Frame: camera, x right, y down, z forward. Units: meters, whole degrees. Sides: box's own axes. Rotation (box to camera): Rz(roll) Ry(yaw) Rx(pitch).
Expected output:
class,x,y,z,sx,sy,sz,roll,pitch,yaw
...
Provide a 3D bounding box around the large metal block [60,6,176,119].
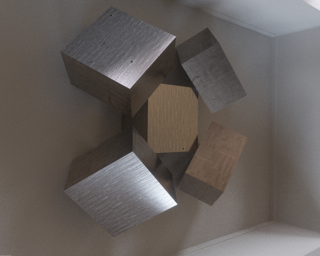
class,x,y,z,sx,sy,sz,roll,pitch,yaw
large metal block,-0.040,-0.070,0.324,0.080,0.080,0.050,-53,165,-27

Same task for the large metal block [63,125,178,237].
class,x,y,z,sx,sy,sz,roll,pitch,yaw
large metal block,-0.039,0.057,0.329,0.080,0.050,0.080,-30,118,12

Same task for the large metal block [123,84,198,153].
class,x,y,z,sx,sy,sz,roll,pitch,yaw
large metal block,0.001,-0.011,0.388,0.081,0.050,0.080,1,90,-40

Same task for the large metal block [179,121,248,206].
class,x,y,z,sx,sy,sz,roll,pitch,yaw
large metal block,0.070,0.050,0.419,0.080,0.050,0.080,-59,169,-24

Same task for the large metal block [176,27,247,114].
class,x,y,z,sx,sy,sz,roll,pitch,yaw
large metal block,0.067,-0.079,0.417,0.080,0.050,0.080,54,16,-26
